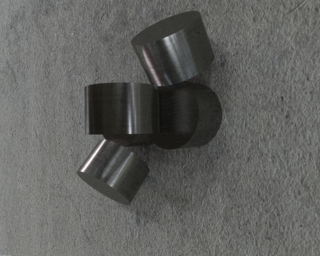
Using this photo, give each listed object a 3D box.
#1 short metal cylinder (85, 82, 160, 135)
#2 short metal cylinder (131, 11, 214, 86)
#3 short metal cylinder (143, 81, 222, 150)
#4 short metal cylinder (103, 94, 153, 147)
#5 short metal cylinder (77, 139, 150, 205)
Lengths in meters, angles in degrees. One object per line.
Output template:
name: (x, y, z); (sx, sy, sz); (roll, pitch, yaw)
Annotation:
short metal cylinder: (-0.040, -0.018, 0.337); (0.080, 0.081, 0.050); (-2, 89, 39)
short metal cylinder: (0.015, -0.090, 0.348); (0.080, 0.080, 0.050); (1, 129, 39)
short metal cylinder: (0.026, -0.016, 0.367); (0.080, 0.050, 0.079); (0, 90, 39)
short metal cylinder: (-0.037, -0.015, 0.417); (0.080, 0.050, 0.079); (0, 90, 39)
short metal cylinder: (-0.061, 0.059, 0.410); (0.080, 0.080, 0.050); (10, 57, 39)
